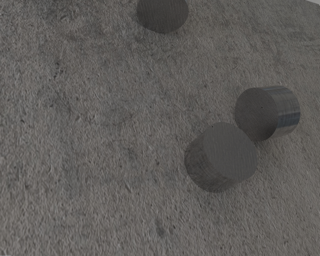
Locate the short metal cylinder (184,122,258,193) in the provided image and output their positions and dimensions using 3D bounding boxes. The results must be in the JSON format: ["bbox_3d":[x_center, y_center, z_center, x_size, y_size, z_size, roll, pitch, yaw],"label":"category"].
[{"bbox_3d":[0.079,0.039,0.406,0.081,0.050,0.080,14,56,-21],"label":"short metal cylinder"}]

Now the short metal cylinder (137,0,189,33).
[{"bbox_3d":[0.004,-0.200,0.493,0.081,0.080,0.050,14,56,-20],"label":"short metal cylinder"}]

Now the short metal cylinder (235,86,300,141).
[{"bbox_3d":[0.161,-0.023,0.469,0.050,0.080,0.080,-9,67,-32],"label":"short metal cylinder"}]
